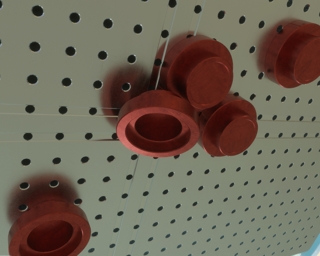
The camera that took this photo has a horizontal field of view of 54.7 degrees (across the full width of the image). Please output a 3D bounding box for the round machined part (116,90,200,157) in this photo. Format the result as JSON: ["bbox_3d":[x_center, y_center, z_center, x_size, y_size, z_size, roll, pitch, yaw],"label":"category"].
[{"bbox_3d":[-0.001,-0.008,0.377,0.099,0.042,0.097,2,141,2],"label":"round machined part"}]

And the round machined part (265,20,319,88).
[{"bbox_3d":[0.207,-0.103,0.453,0.099,0.042,0.097,-14,125,-21],"label":"round machined part"}]

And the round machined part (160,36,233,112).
[{"bbox_3d":[0.052,-0.063,0.392,0.099,0.042,0.097,-14,125,-21],"label":"round machined part"}]

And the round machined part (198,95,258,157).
[{"bbox_3d":[0.106,0.003,0.462,0.099,0.042,0.097,-14,125,-21],"label":"round machined part"}]

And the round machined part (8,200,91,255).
[{"bbox_3d":[-0.145,0.134,0.405,0.099,0.042,0.097,-14,125,-21],"label":"round machined part"}]
